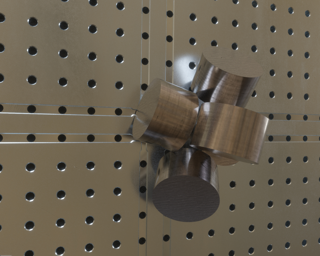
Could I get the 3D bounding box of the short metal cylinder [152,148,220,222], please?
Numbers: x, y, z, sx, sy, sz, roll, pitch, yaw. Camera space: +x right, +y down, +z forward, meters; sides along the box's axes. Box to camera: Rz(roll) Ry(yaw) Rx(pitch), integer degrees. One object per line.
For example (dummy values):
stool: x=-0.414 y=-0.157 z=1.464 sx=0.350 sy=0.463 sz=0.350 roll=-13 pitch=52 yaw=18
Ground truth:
short metal cylinder: x=0.033 y=0.072 z=0.389 sx=0.080 sy=0.050 sz=0.079 roll=3 pitch=124 yaw=5

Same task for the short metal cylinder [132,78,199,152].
short metal cylinder: x=0.005 y=-0.016 z=0.385 sx=0.050 sy=0.080 sz=0.080 roll=20 pitch=83 yaw=-19

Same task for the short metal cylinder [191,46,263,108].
short metal cylinder: x=0.086 y=-0.066 z=0.407 sx=0.081 sy=0.080 sz=0.050 roll=2 pitch=129 yaw=-20

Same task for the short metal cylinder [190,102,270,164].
short metal cylinder: x=0.080 y=0.007 z=0.359 sx=0.081 sy=0.080 sz=0.050 roll=18 pitch=84 yaw=-19

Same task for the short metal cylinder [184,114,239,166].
short metal cylinder: x=0.078 y=0.010 z=0.427 sx=0.081 sy=0.050 sz=0.080 roll=0 pitch=89 yaw=-20
